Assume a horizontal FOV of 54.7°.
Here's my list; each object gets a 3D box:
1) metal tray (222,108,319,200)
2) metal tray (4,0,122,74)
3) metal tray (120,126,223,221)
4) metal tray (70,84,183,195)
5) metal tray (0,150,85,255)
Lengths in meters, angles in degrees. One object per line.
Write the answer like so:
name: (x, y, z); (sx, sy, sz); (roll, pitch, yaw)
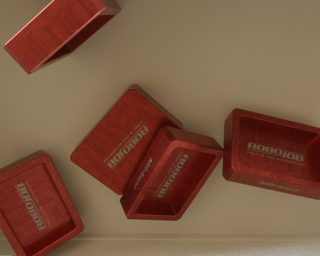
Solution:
metal tray: (0.147, 0.032, 0.390); (0.131, 0.090, 0.030); (13, 148, -6)
metal tray: (-0.090, -0.104, 0.316); (0.090, 0.130, 0.030); (-36, 106, 12)
metal tray: (0.015, 0.065, 0.408); (0.091, 0.030, 0.129); (14, 116, -35)
metal tray: (-0.044, 0.018, 0.415); (0.090, 0.030, 0.130); (40, 105, -14)
metal tray: (-0.171, 0.107, 0.421); (0.091, 0.030, 0.129); (-29, 111, -26)
